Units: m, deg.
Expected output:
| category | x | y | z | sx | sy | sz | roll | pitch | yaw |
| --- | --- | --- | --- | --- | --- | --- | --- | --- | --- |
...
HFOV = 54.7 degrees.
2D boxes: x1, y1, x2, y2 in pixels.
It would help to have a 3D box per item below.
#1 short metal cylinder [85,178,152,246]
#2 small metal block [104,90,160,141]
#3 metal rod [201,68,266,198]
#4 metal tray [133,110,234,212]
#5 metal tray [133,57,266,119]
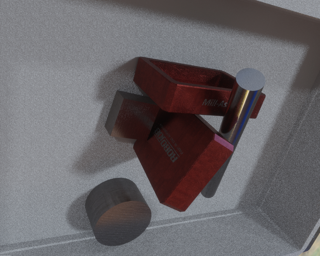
| category | x | y | z | sx | sy | sz | roll | pitch | yaw |
| --- | --- | --- | --- | --- | --- | --- | --- | --- | --- |
| short metal cylinder | -0.059 | 0.117 | 0.434 | 0.081 | 0.050 | 0.079 | -14 | 124 | -21 |
| small metal block | -0.034 | -0.015 | 0.382 | 0.050 | 0.025 | 0.050 | 9 | 114 | -33 |
| metal rod | 0.079 | 0.032 | 0.394 | 0.025 | 0.025 | 0.299 | -25 | 153 | -13 |
| metal tray | 0.019 | 0.023 | 0.365 | 0.030 | 0.130 | 0.090 | 32 | 101 | -29 |
| metal tray | 0.046 | -0.047 | 0.363 | 0.131 | 0.090 | 0.030 | 2 | 117 | -30 |
